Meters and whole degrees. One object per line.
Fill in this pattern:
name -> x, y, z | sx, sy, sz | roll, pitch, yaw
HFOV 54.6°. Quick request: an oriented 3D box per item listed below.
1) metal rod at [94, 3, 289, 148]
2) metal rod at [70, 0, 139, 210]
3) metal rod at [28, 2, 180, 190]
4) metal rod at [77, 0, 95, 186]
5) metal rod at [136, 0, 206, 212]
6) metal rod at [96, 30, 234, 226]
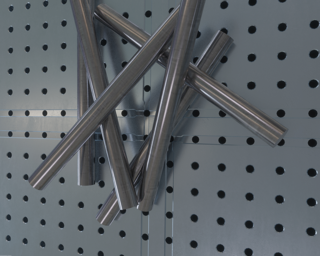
metal rod -> 0.020, -0.077, 0.381 | 0.300, 0.025, 0.025 | 40, 103, 24
metal rod -> -0.077, -0.042, 0.412 | 0.025, 0.025, 0.299 | -16, 85, 19
metal rod -> -0.061, -0.036, 0.381 | 0.025, 0.025, 0.299 | 45, 100, 14
metal rod -> -0.107, -0.068, 0.451 | 0.025, 0.025, 0.298 | 0, 90, 20
metal rod -> 0.010, -0.029, 0.367 | 0.025, 0.025, 0.298 | 21, 113, 19
metal rod -> 0.000, 0.008, 0.412 | 0.025, 0.025, 0.299 | 37, 102, 16
